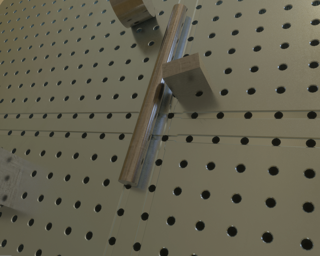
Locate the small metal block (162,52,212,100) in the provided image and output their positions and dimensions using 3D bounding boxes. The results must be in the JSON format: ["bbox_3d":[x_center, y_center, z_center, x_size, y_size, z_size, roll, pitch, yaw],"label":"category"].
[{"bbox_3d":[0.036,-0.068,0.414,0.050,0.050,0.025,-14,56,20],"label":"small metal block"}]

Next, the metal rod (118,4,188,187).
[{"bbox_3d":[-0.003,-0.063,0.446,0.025,0.025,0.300,2,62,28],"label":"metal rod"}]

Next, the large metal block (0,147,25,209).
[{"bbox_3d":[-0.270,0.081,0.481,0.080,0.050,0.080,-11,57,21],"label":"large metal block"}]

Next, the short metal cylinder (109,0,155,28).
[{"bbox_3d":[-0.049,-0.220,0.531,0.050,0.080,0.080,-19,55,17],"label":"short metal cylinder"}]
